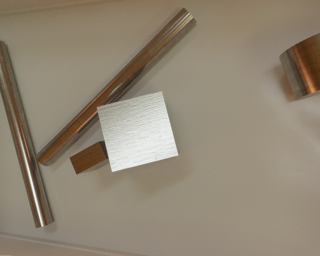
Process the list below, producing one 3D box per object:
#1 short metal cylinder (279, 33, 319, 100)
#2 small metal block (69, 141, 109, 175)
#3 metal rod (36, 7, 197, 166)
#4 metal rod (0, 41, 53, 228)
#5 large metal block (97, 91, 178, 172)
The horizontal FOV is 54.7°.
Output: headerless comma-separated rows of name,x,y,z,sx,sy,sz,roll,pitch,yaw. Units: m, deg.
short metal cylinder,0.173,-0.066,0.321,0.080,0.080,0.050,-20,83,18
small metal block,-0.086,0.039,0.426,0.050,0.050,0.025,-28,81,18
metal rod,-0.069,-0.048,0.433,0.299,0.025,0.025,-42,77,15
metal rod,-0.220,0.006,0.485,0.025,0.025,0.299,-19,84,18
large metal block,-0.027,0.006,0.393,0.080,0.050,0.080,-14,85,-1
